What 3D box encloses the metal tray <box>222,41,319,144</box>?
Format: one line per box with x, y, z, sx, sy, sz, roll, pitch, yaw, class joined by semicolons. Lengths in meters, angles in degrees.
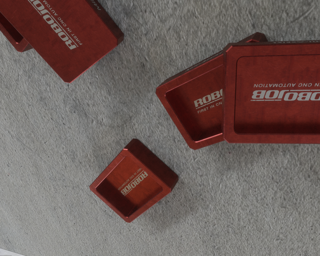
0.124;-0.032;0.282;0.131;0.030;0.089;0;110;7;metal tray

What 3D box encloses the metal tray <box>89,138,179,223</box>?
-0.044;0.085;0.479;0.090;0.030;0.129;43;129;-2;metal tray

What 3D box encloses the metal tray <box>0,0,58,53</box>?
-0.194;-0.176;0.396;0.090;0.030;0.130;-30;102;38;metal tray

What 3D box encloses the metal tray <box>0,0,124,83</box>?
-0.117;-0.129;0.360;0.090;0.030;0.130;-32;109;23;metal tray

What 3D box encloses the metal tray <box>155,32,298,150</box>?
0.070;-0.035;0.344;0.130;0.030;0.090;-22;107;36;metal tray
